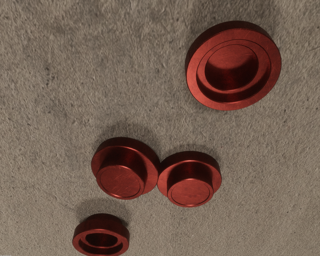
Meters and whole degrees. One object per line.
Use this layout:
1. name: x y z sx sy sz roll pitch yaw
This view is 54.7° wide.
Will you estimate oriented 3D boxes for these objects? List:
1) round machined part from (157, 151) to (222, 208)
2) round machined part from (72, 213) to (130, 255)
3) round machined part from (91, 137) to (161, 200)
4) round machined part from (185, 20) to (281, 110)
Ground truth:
1. round machined part: 0.045 0.083 0.468 0.099 0.042 0.097 -1 130 0
2. round machined part: -0.104 0.190 0.557 0.099 0.042 0.097 -1 130 0
3. round machined part: -0.051 0.064 0.438 0.099 0.042 0.097 6 127 8
4. round machined part: 0.076 -0.070 0.338 0.099 0.042 0.097 -1 130 0
